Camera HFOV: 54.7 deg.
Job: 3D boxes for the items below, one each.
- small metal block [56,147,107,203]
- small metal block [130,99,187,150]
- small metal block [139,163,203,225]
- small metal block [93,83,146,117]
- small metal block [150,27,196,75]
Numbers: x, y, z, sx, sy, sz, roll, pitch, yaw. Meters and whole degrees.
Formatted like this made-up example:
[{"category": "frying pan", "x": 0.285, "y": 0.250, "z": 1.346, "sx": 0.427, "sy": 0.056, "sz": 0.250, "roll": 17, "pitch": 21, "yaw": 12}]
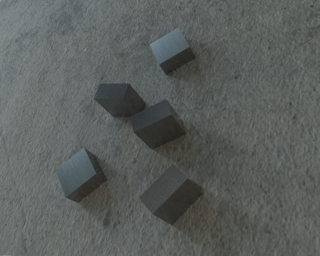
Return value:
[{"category": "small metal block", "x": -0.107, "y": 0.064, "z": 0.419, "sx": 0.050, "sy": 0.025, "sz": 0.050, "roll": -38, "pitch": 51, "yaw": 2}, {"category": "small metal block", "x": -0.001, "y": -0.003, "z": 0.389, "sx": 0.050, "sy": 0.050, "sz": 0.025, "roll": -26, "pitch": 53, "yaw": 12}, {"category": "small metal block", "x": 0.013, "y": 0.073, "z": 0.335, "sx": 0.050, "sy": 0.050, "sz": 0.025, "roll": -45, "pitch": 51, "yaw": -3}, {"category": "small metal block", "x": -0.056, "y": -0.038, "z": 0.439, "sx": 0.050, "sy": 0.050, "sz": 0.025, "roll": 4, "pitch": 64, "yaw": 29}, {"category": "small metal block", "x": 0.018, "y": -0.115, "z": 0.464, "sx": 0.050, "sy": 0.025, "sz": 0.050, "roll": -29, "pitch": 52, "yaw": 9}]
